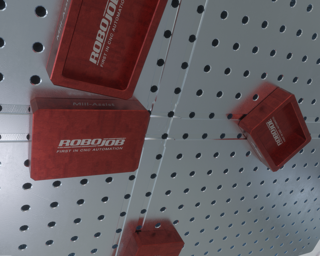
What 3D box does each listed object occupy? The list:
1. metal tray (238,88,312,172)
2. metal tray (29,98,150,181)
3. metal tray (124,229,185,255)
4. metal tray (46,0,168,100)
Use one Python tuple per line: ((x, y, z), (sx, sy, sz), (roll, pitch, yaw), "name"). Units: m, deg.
((0.195, 0.007, 0.517), (0.090, 0.030, 0.130), (-42, 129, 1), "metal tray")
((-0.084, 0.013, 0.369), (0.131, 0.030, 0.089), (-1, 119, -28), "metal tray")
((-0.022, 0.239, 0.543), (0.091, 0.030, 0.129), (8, 114, -32), "metal tray")
((-0.053, -0.100, 0.316), (0.091, 0.030, 0.129), (10, 114, -33), "metal tray")
